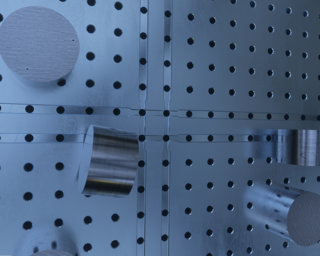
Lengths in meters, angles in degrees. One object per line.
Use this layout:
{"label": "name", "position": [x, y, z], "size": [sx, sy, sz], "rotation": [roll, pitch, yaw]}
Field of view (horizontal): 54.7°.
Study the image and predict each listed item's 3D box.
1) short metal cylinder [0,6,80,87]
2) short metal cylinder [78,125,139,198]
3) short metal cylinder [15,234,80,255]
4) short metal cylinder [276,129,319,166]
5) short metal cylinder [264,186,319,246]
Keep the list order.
{"label": "short metal cylinder", "position": [-0.135, -0.089, 0.350], "size": [0.081, 0.050, 0.079], "rotation": [0, 90, -21]}
{"label": "short metal cylinder", "position": [-0.062, 0.039, 0.361], "size": [0.050, 0.080, 0.080], "rotation": [11, 87, -20]}
{"label": "short metal cylinder", "position": [-0.129, 0.169, 0.352], "size": [0.081, 0.050, 0.079], "rotation": [0, 90, -21]}
{"label": "short metal cylinder", "position": [0.218, 0.028, 0.466], "size": [0.081, 0.080, 0.050], "rotation": [1, 90, -20]}
{"label": "short metal cylinder", "position": [0.210, 0.134, 0.479], "size": [0.081, 0.050, 0.079], "rotation": [0, 90, -21]}
